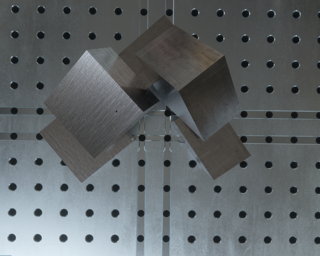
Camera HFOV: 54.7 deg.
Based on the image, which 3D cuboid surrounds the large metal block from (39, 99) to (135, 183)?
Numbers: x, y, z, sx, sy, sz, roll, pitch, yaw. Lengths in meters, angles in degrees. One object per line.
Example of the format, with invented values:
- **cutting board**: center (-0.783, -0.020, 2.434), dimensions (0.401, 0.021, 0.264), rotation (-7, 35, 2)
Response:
- **large metal block**: center (-0.090, 0.011, 0.399), dimensions (0.080, 0.050, 0.080), rotation (-39, 91, 0)

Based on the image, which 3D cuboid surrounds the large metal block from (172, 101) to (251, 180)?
- **large metal block**: center (0.058, 0.011, 0.385), dimensions (0.050, 0.080, 0.080), rotation (-34, 90, 0)

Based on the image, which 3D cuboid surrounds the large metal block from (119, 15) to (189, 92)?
- **large metal block**: center (-0.009, -0.082, 0.384), dimensions (0.080, 0.080, 0.050), rotation (-41, 91, 0)

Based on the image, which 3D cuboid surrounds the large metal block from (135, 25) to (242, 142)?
- **large metal block**: center (0.030, -0.046, 0.315), dimensions (0.050, 0.080, 0.080), rotation (-39, 48, -5)

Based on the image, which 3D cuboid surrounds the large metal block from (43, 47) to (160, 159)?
- **large metal block**: center (-0.062, -0.028, 0.334), dimensions (0.080, 0.050, 0.080), rotation (-42, 91, 25)
